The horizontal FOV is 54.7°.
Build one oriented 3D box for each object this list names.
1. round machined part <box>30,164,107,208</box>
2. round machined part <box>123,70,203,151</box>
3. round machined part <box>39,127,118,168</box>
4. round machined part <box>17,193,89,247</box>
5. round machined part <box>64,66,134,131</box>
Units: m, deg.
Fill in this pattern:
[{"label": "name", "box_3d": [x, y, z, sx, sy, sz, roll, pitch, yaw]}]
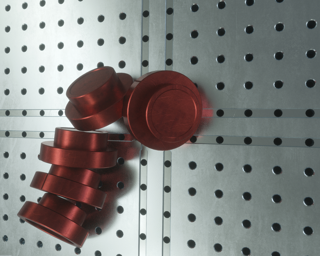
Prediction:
[{"label": "round machined part", "box_3d": [-0.118, 0.074, 0.419, 0.098, 0.098, 0.042, 11, 71, 19]}, {"label": "round machined part", "box_3d": [0.009, -0.020, 0.371, 0.099, 0.042, 0.097, -5, 102, -22]}, {"label": "round machined part", "box_3d": [-0.105, 0.023, 0.410, 0.098, 0.098, 0.042, 7, 92, 19]}, {"label": "round machined part", "box_3d": [-0.142, 0.126, 0.433, 0.098, 0.098, 0.042, 16, 60, 19]}, {"label": "round machined part", "box_3d": [-0.080, -0.044, 0.400, 0.098, 0.098, 0.042, -14, 127, 19]}]
